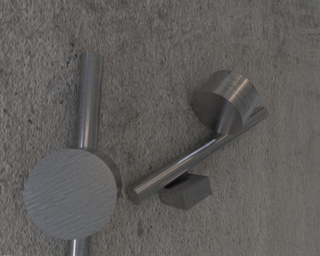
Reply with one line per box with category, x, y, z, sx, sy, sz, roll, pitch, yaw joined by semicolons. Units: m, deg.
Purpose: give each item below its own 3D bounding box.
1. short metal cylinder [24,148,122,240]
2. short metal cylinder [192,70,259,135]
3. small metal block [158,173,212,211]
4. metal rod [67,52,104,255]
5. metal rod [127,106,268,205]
short metal cylinder;-0.079;0.059;0.297;0.081;0.050;0.080;0;88;-2
short metal cylinder;0.093;-0.036;0.447;0.050;0.080;0.080;-50;120;-28
small metal block;0.032;0.083;0.416;0.050;0.050;0.025;-22;104;-38
metal rod;-0.083;0.069;0.335;0.025;0.025;0.298;5;87;-40
metal rod;0.075;0.028;0.467;0.302;0.025;0.025;-27;107;-37
